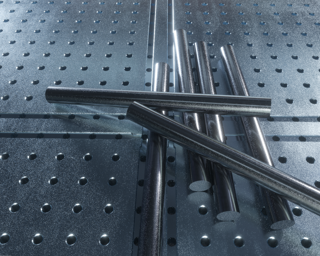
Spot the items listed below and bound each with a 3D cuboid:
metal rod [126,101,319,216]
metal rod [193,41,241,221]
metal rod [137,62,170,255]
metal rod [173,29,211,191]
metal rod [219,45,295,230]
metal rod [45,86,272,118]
[{"bbox_3d":[0.091,0.040,0.340,0.300,0.025,0.025,26,55,20],"label":"metal rod"},{"bbox_3d":[0.070,-0.021,0.425,0.025,0.025,0.300,-1,50,-1],"label":"metal rod"},{"bbox_3d":[-0.004,0.021,0.389,0.025,0.025,0.300,2,50,2],"label":"metal rod"},{"bbox_3d":[0.040,-0.049,0.448,0.025,0.025,0.300,-2,50,-1],"label":"metal rod"},{"bbox_3d":[0.119,-0.014,0.419,0.025,0.025,0.300,-3,50,-2],"label":"metal rod"},{"bbox_3d":[-0.014,-0.036,0.406,0.301,0.025,0.025,5,50,16],"label":"metal rod"}]
